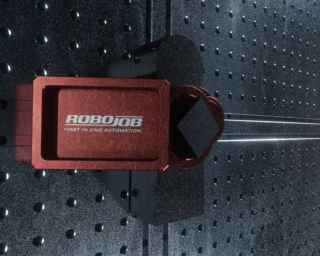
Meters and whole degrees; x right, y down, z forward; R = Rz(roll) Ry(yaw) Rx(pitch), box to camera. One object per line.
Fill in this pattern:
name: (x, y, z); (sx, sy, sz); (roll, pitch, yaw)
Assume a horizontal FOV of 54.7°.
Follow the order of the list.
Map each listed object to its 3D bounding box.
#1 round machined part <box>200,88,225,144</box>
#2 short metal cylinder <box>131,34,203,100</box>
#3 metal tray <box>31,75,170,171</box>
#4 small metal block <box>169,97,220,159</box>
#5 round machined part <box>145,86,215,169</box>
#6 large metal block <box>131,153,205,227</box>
round machined part: (0.055, -0.010, 0.442); (0.099, 0.042, 0.097); (0, 90, -40)
short metal cylinder: (0.010, -0.075, 0.400); (0.081, 0.050, 0.080); (0, 90, -40)
metal tray: (-0.057, -0.004, 0.311); (0.131, 0.030, 0.089); (1, 89, -3)
small metal block: (0.037, -0.001, 0.360); (0.050, 0.025, 0.050); (-49, 119, -29)
round machined part: (0.020, -0.001, 0.377); (0.099, 0.042, 0.097); (0, 90, -40)
large metal block: (0.011, 0.073, 0.398); (0.081, 0.050, 0.080); (1, 90, -40)
